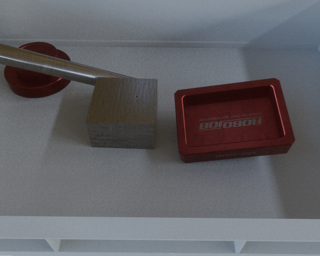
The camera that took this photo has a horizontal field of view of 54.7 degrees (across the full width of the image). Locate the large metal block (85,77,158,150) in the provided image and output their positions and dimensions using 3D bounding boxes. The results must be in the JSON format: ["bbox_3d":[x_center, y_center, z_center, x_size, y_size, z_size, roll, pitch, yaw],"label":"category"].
[{"bbox_3d":[-0.045,-0.020,0.405,0.081,0.050,0.080,2,50,1],"label":"large metal block"}]

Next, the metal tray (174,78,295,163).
[{"bbox_3d":[0.087,-0.009,0.382,0.131,0.030,0.090,-6,64,7],"label":"metal tray"}]

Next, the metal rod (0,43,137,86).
[{"bbox_3d":[-0.163,-0.085,0.395,0.302,0.025,0.025,11,46,-24],"label":"metal rod"}]

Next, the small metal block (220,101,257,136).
[{"bbox_3d":[0.110,-0.017,0.421,0.050,0.025,0.050,28,55,21],"label":"small metal block"}]

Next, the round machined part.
[{"bbox_3d":[-0.186,-0.094,0.471,0.099,0.042,0.098,0,50,0],"label":"round machined part"}]
